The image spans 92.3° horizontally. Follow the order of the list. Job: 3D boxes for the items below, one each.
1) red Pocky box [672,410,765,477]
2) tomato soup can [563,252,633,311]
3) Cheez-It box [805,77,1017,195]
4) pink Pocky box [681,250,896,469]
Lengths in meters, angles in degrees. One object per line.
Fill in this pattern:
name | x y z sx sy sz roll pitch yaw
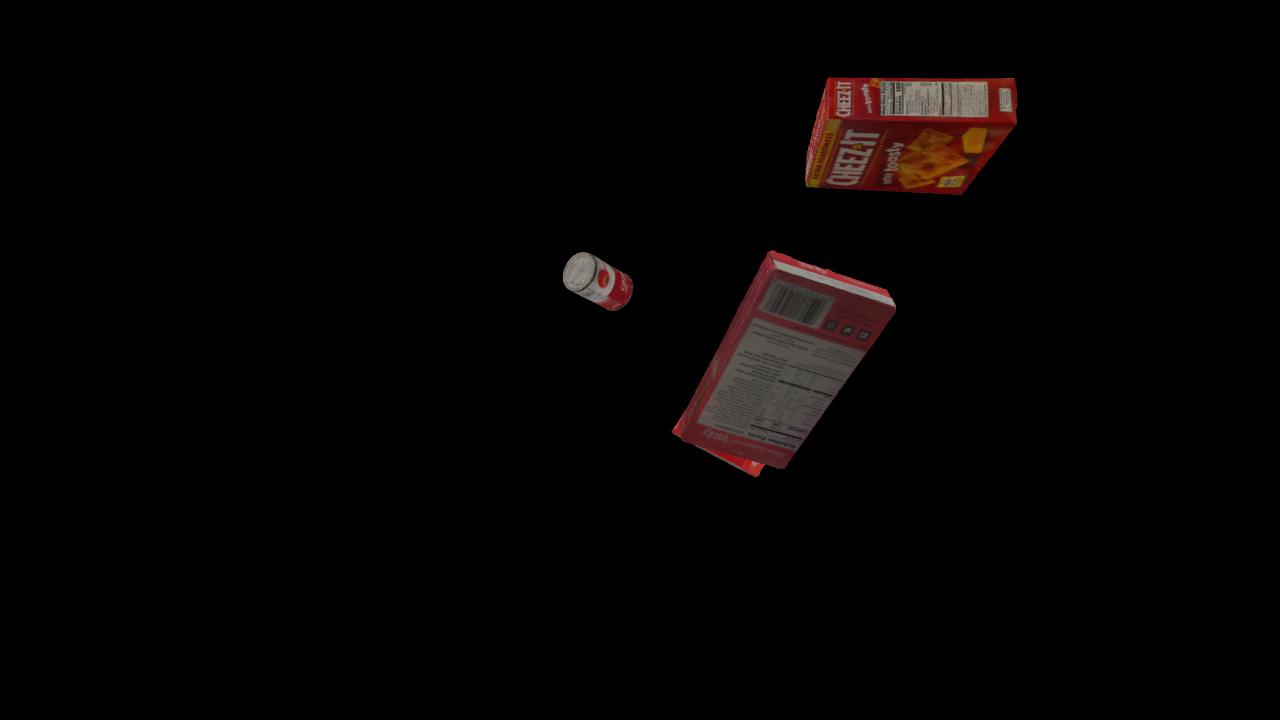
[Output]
red Pocky box | 0.104 0.075 0.722 0.028 0.083 0.155 38 -9 -27
tomato soup can | -0.067 -0.125 0.985 0.068 0.068 0.101 0 -13 36
Cheez-It box | 0.343 -0.292 0.813 0.223 0.071 0.166 5 -15 7
pink Pocky box | 0.093 0.007 0.417 0.084 0.155 0.029 16 37 -8
